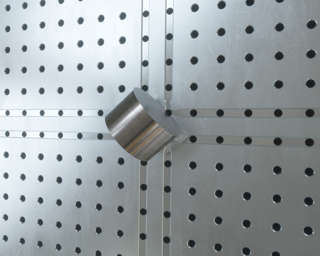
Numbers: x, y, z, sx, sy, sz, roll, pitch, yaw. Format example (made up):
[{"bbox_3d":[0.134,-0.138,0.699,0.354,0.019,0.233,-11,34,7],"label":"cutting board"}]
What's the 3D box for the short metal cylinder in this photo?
[{"bbox_3d":[-0.022,-0.005,0.389,0.050,0.080,0.080,-42,77,15],"label":"short metal cylinder"}]
